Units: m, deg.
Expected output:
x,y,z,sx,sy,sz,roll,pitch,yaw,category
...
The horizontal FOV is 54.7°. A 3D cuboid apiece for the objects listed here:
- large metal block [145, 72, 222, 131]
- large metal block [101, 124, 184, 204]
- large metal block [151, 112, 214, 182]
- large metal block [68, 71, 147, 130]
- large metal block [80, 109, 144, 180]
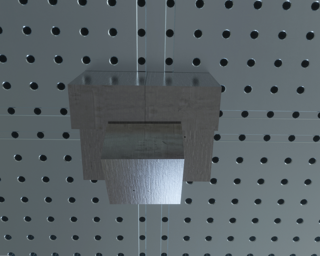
x,y,z,sx,sy,sz,roll,pitch,yaw,category
0.024,-0.034,0.371,0.081,0.080,0.050,1,110,-1,large metal block
-0.017,0.041,0.344,0.081,0.050,0.079,0,134,-1,large metal block
0.025,0.022,0.406,0.081,0.050,0.079,1,110,-1,large metal block
-0.057,-0.035,0.369,0.081,0.080,0.050,1,110,-1,large metal block
-0.057,0.021,0.405,0.081,0.050,0.079,1,110,-1,large metal block
